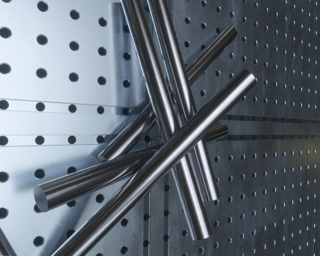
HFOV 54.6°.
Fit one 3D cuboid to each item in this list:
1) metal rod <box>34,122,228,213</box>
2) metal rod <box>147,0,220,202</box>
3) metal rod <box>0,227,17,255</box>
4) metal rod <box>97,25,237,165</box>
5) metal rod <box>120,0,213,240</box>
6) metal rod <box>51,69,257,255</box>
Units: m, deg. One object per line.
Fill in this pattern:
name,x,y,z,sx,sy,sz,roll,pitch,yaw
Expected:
metal rod,-0.004,0.033,0.381,0.302,0.025,0.025,-16,101,-46
metal rod,0.026,-0.054,0.397,0.025,0.025,0.299,-15,90,-39
metal rod,-0.140,0.139,0.291,0.025,0.025,0.299,-32,110,-35
metal rod,0.026,-0.057,0.429,0.301,0.025,0.025,-48,119,-29
metal rod,0.006,-0.016,0.371,0.025,0.025,0.299,-15,87,-39
metal rod,-0.005,0.044,0.338,0.300,0.025,0.025,-44,119,-8
